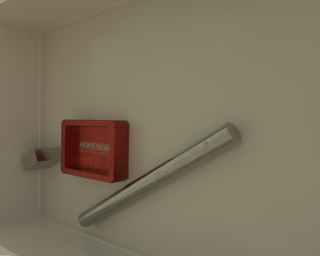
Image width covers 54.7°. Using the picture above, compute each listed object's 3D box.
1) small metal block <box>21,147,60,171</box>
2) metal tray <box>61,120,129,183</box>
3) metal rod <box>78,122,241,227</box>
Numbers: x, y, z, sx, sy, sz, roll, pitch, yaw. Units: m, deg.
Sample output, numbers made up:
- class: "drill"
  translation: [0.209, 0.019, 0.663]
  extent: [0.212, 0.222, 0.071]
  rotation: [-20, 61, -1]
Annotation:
- class: "small metal block"
  translation: [-0.214, 0.056, 0.564]
  extent: [0.050, 0.050, 0.025]
  rotation: [-30, 71, 35]
- class: "metal tray"
  translation: [-0.106, 0.032, 0.487]
  extent: [0.130, 0.030, 0.089]
  rotation: [2, 91, 39]
- class: "metal rod"
  translation: [-0.021, 0.077, 0.421]
  extent: [0.299, 0.025, 0.025]
  rotation: [-36, 68, 34]
